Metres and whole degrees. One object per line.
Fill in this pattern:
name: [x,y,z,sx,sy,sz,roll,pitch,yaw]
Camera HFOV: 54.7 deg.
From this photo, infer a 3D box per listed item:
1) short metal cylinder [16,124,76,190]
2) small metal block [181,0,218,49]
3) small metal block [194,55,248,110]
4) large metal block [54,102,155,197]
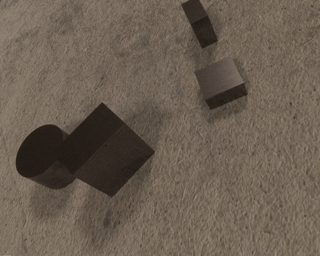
short metal cylinder: [-0.155,0.041,0.441,0.080,0.050,0.080,-13,56,20]
small metal block: [0.058,-0.153,0.450,0.025,0.050,0.050,-26,53,12]
small metal block: [0.078,-0.058,0.398,0.050,0.025,0.050,-23,53,13]
large metal block: [-0.065,0.029,0.384,0.080,0.080,0.050,-47,52,-4]
